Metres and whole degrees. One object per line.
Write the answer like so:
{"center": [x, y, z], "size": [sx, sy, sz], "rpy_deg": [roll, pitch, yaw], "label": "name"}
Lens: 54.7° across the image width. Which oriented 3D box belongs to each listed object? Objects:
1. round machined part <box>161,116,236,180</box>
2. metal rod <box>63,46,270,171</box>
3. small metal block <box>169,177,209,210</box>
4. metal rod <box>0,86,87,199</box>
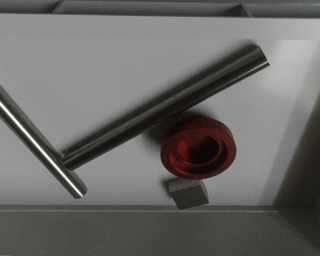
{"center": [0.050, 0.022, 0.418], "size": [0.099, 0.042, 0.097], "rpy_deg": [-1, 130, 0], "label": "round machined part"}
{"center": [-0.008, -0.015, 0.396], "size": [0.300, 0.025, 0.025], "rpy_deg": [-28, 125, 21], "label": "metal rod"}
{"center": [0.046, 0.102, 0.497], "size": [0.050, 0.025, 0.050], "rpy_deg": [-17, 129, 13], "label": "small metal block"}
{"center": [-0.181, -0.003, 0.403], "size": [0.025, 0.025, 0.299], "rpy_deg": [-17, 129, 13], "label": "metal rod"}
